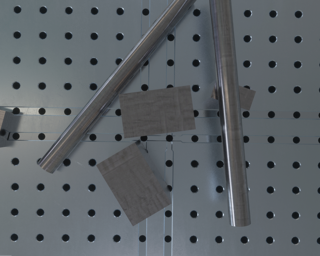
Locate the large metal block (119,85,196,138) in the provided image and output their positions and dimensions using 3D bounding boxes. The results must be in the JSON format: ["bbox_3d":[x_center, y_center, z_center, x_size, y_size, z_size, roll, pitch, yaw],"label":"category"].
[{"bbox_3d":[-0.003,-0.018,0.386,0.080,0.080,0.050,-7,90,0],"label":"large metal block"}]

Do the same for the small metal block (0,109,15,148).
[{"bbox_3d":[-0.230,-0.004,0.411,0.050,0.025,0.050,15,90,0],"label":"small metal block"}]

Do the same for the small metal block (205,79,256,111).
[{"bbox_3d":[0.089,-0.041,0.401,0.050,0.050,0.025,19,90,0],"label":"small metal block"}]

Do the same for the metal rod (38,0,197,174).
[{"bbox_3d":[-0.056,-0.063,0.412,0.025,0.025,0.300,39,90,0],"label":"metal rod"}]

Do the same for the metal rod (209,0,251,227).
[{"bbox_3d":[0.081,-0.037,0.363,0.025,0.025,0.298,-5,90,0],"label":"metal rod"}]

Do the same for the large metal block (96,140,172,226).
[{"bbox_3d":[-0.029,0.063,0.386,0.050,0.080,0.080,-31,90,0],"label":"large metal block"}]
